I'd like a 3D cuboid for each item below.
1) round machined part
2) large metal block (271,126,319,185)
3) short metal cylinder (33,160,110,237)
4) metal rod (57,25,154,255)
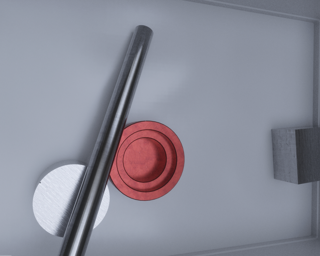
[{"bbox_3d":[-0.022,0.039,0.394,0.099,0.042,0.097,0,90,-21],"label":"round machined part"},{"bbox_3d":[0.226,0.039,0.483,0.081,0.050,0.079,-4,92,-20],"label":"large metal block"},{"bbox_3d":[-0.103,0.079,0.360,0.081,0.050,0.079,0,90,-20],"label":"short metal cylinder"},{"bbox_3d":[-0.056,0.008,0.349,0.025,0.025,0.299,23,67,-19],"label":"metal rod"}]
